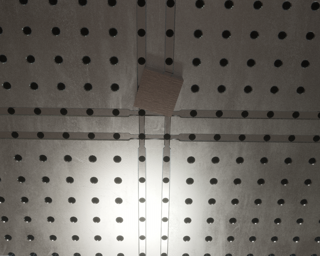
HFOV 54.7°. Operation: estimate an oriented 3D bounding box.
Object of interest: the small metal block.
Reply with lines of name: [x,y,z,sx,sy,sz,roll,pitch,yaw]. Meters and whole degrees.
small metal block: [-0.002,-0.047,0.396,0.050,0.025,0.050,16,109,-7]
